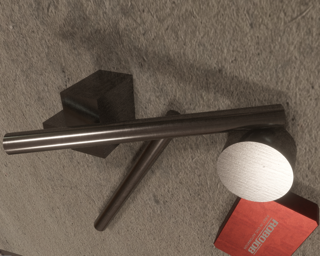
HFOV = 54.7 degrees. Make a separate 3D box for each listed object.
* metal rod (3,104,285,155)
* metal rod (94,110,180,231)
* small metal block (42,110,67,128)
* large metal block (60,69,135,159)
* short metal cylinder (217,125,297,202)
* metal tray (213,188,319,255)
[{"bbox_3d":[-0.020,0.002,0.340,0.302,0.025,0.025,-6,118,3],"label":"metal rod"},{"bbox_3d":[-0.045,0.083,0.480,0.025,0.025,0.298,37,129,3],"label":"metal rod"},{"bbox_3d":[-0.134,-0.003,0.457,0.050,0.050,0.025,14,124,20],"label":"small metal block"},{"bbox_3d":[-0.074,-0.021,0.396,0.050,0.080,0.079,12,124,21],"label":"large metal block"},{"bbox_3d":[0.111,0.037,0.355,0.080,0.050,0.079,13,124,20],"label":"short metal cylinder"},{"bbox_3d":[0.136,0.133,0.414,0.090,0.030,0.129,25,127,12],"label":"metal tray"}]
